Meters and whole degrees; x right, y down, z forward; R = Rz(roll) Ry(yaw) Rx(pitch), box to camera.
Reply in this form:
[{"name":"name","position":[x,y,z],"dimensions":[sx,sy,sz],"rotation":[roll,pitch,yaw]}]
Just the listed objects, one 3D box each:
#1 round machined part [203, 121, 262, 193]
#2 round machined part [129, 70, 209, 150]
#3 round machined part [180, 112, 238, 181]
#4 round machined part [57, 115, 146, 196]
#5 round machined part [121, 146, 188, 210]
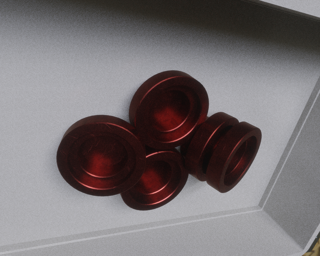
[{"name":"round machined part","position":[0.091,0.034,0.416],"dimensions":[0.099,0.042,0.097],"rotation":[-33,140,-34]},{"name":"round machined part","position":[0.008,-0.025,0.383],"dimensions":[0.099,0.042,0.097],"rotation":[-14,124,-21]},{"name":"round machined part","position":[0.066,0.021,0.431],"dimensions":[0.099,0.042,0.097],"rotation":[-33,139,-34]},{"name":"round machined part","position":[-0.066,0.028,0.364],"dimensions":[0.099,0.042,0.097],"rotation":[-2,116,-4]},{"name":"round machined part","position":[-0.013,0.062,0.426],"dimensions":[0.099,0.042,0.097],"rotation":[-14,124,-21]}]
